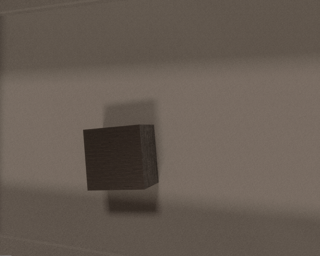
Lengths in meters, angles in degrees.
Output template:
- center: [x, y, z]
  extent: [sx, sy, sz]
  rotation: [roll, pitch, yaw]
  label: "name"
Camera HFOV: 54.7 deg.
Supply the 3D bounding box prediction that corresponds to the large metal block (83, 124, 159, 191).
- center: [-0.051, 0.038, 0.414]
  extent: [0.080, 0.050, 0.080]
  rotation: [-5, 88, 19]
  label: "large metal block"
